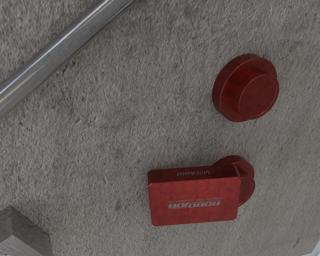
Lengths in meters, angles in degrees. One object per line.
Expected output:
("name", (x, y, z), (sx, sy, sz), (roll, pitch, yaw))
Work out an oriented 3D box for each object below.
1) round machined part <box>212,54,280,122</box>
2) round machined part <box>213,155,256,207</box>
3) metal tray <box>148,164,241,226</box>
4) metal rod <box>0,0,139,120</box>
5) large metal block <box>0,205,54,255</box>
("round machined part", (0.126, -0.051, 0.434), (0.099, 0.042, 0.097), (-14, 124, -21))
("round machined part", (0.120, 0.098, 0.522), (0.099, 0.042, 0.097), (-14, 124, -21))
("metal tray", (0.050, 0.102, 0.464), (0.131, 0.030, 0.089), (-4, 123, -1))
("metal rod", (-0.065, -0.105, 0.306), (0.300, 0.025, 0.025), (-41, 130, 0))
("large metal block", (-0.192, 0.155, 0.382), (0.080, 0.050, 0.080), (-34, 129, -6))
